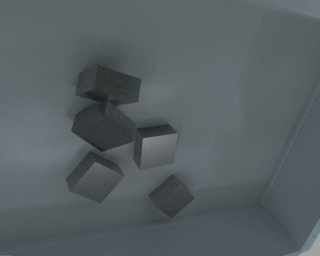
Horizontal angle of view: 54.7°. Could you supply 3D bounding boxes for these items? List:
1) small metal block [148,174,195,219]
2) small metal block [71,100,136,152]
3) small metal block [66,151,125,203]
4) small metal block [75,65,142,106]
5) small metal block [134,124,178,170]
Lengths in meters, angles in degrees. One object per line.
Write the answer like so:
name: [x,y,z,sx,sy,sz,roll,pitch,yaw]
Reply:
small metal block: [0.019,0.108,0.488,0.050,0.025,0.050,-41,130,0]
small metal block: [-0.064,0.000,0.358,0.050,0.025,0.050,-19,137,30]
small metal block: [-0.084,0.065,0.404,0.050,0.025,0.050,-49,129,6]
small metal block: [-0.056,-0.044,0.332,0.050,0.050,0.025,13,82,-34]
small metal block: [-0.007,0.026,0.423,0.050,0.025,0.050,-8,122,-25]
